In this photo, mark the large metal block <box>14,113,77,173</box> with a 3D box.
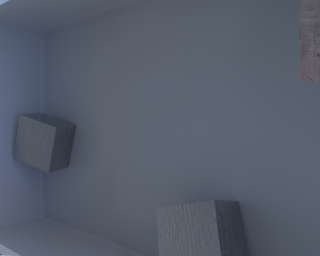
[{"bbox_3d":[-0.202,0.024,0.544,0.080,0.050,0.079,17,101,21],"label":"large metal block"}]

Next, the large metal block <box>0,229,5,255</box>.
[{"bbox_3d":[-0.421,0.272,0.722,0.050,0.081,0.080,-33,70,35],"label":"large metal block"}]

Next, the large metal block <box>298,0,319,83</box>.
[{"bbox_3d":[0.145,-0.086,0.231,0.050,0.080,0.080,18,137,39],"label":"large metal block"}]

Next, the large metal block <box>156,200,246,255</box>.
[{"bbox_3d":[0.045,0.126,0.343,0.080,0.050,0.080,-20,66,38],"label":"large metal block"}]
